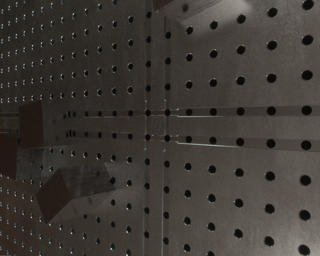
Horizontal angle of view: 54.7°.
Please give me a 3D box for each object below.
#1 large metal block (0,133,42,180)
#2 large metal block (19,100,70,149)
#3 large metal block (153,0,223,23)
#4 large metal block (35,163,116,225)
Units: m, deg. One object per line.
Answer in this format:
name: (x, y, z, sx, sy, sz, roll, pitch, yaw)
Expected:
large metal block: (-0.281, 0.054, 0.621, 0.080, 0.050, 0.079, 8, 95, 39)
large metal block: (-0.211, -0.004, 0.564, 0.080, 0.050, 0.080, -8, 85, 39)
large metal block: (0.034, -0.184, 0.364, 0.080, 0.050, 0.080, -15, 80, 38)
large metal block: (-0.130, 0.100, 0.478, 0.080, 0.081, 0.050, -44, 64, 31)
